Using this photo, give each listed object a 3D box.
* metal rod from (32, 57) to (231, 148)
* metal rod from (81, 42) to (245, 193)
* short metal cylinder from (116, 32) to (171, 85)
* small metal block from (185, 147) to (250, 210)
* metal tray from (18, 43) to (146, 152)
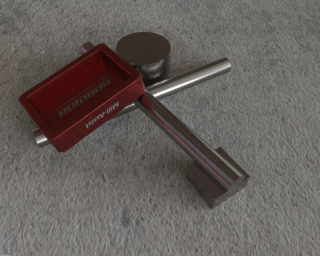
[{"bbox_3d":[-0.026,-0.043,0.441,0.302,0.025,0.025,-24,54,-19],"label":"metal rod"},{"bbox_3d":[-0.015,-0.031,0.398,0.025,0.025,0.300,-32,57,-24],"label":"metal rod"},{"bbox_3d":[-0.024,-0.103,0.474,0.081,0.050,0.080,0,50,0],"label":"short metal cylinder"},{"bbox_3d":[0.065,0.057,0.358,0.050,0.025,0.050,-27,55,-21],"label":"small metal block"},{"bbox_3d":[-0.096,-0.042,0.385,0.131,0.030,0.090,-38,59,-14],"label":"metal tray"}]
